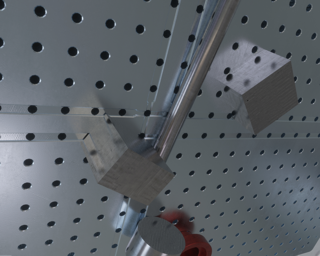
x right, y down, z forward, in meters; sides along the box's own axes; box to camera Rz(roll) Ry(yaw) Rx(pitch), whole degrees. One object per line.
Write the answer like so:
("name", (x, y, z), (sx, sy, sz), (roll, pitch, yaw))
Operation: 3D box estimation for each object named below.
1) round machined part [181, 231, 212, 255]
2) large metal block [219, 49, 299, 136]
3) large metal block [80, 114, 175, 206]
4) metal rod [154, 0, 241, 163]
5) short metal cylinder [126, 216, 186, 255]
("round machined part", (0.042, 0.229, 0.564), (0.099, 0.042, 0.097), (-14, 124, -21))
("large metal block", (0.142, -0.050, 0.441), (0.080, 0.050, 0.080), (-35, 129, -5))
("large metal block", (-0.040, 0.038, 0.377), (0.050, 0.080, 0.080), (-49, 129, 6))
("metal rod", (0.035, -0.042, 0.403), (0.025, 0.025, 0.298), (10, 113, -33))
("short metal cylinder", (-0.007, 0.186, 0.486), (0.081, 0.080, 0.050), (13, 112, -34))
